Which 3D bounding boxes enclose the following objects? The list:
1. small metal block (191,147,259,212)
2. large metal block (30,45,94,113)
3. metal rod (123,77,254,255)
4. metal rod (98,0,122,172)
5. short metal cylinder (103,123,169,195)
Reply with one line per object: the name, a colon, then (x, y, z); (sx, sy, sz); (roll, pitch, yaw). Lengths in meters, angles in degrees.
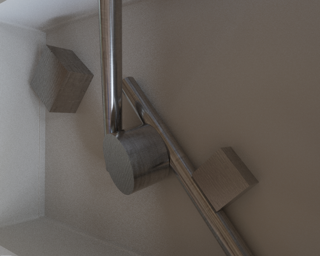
small metal block: (0.072, 0.056, 0.346); (0.050, 0.025, 0.050); (-49, 62, 28)
large metal block: (-0.168, -0.082, 0.526); (0.080, 0.050, 0.080); (47, 118, 29)
metal rod: (0.028, 0.049, 0.382); (0.025, 0.025, 0.299); (-48, 62, 29)
metal rod: (-0.058, -0.061, 0.376); (0.025, 0.025, 0.298); (34, 135, 34)
short metal cylinder: (-0.032, 0.039, 0.397); (0.080, 0.050, 0.079); (33, 132, 47)
